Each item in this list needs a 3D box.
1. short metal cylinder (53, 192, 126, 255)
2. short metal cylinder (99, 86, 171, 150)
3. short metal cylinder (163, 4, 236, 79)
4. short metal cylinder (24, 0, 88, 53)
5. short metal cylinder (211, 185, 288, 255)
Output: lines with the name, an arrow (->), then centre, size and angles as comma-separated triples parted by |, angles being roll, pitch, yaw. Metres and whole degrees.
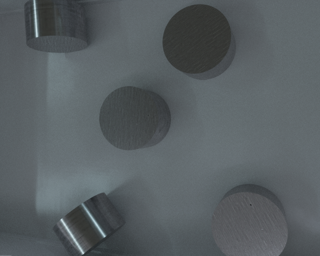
short metal cylinder -> -0.093, 0.131, 0.413 | 0.080, 0.080, 0.050 | -42, 77, 15
short metal cylinder -> -0.032, -0.012, 0.407 | 0.080, 0.050, 0.079 | 0, 90, 19
short metal cylinder -> 0.049, -0.102, 0.379 | 0.080, 0.050, 0.079 | 0, 90, 19
short metal cylinder -> -0.144, -0.140, 0.430 | 0.080, 0.080, 0.050 | -5, 89, 19
short metal cylinder -> 0.104, 0.109, 0.360 | 0.080, 0.050, 0.079 | 0, 90, 19
